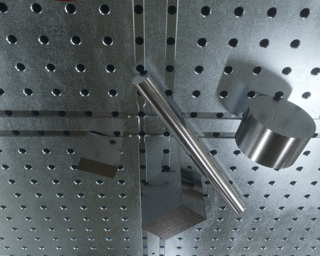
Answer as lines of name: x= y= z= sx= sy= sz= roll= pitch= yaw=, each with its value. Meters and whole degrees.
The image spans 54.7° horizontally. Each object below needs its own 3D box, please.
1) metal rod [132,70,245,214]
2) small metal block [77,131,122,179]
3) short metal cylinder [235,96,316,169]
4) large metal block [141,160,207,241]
metal rod: x=0.056 y=0.038 z=0.444 sx=0.025 sy=0.025 sz=0.300 roll=-25 pitch=126 yaw=19
small metal block: x=-0.082 y=0.037 z=0.425 sx=0.050 sy=0.050 sz=0.025 roll=17 pitch=128 yaw=-15
short metal cylinder: x=0.140 y=0.004 z=0.381 sx=0.081 sy=0.080 sz=0.050 roll=8 pitch=130 yaw=-7
large metal block: x=0.019 y=0.110 z=0.470 sx=0.080 sy=0.080 sz=0.050 roll=-37 pitch=121 yaw=27
